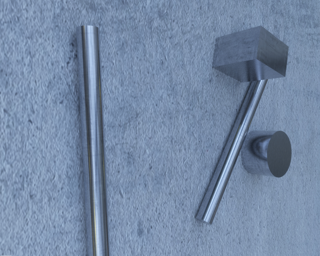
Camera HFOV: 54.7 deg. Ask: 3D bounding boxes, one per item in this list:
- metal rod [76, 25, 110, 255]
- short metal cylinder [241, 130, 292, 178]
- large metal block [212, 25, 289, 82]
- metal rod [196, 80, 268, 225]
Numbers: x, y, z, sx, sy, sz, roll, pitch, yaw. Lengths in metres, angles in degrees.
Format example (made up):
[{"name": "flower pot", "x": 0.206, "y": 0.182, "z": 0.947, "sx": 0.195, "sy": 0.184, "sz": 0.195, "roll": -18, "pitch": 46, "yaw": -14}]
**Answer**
[{"name": "metal rod", "x": -0.073, "y": 0.041, "z": 0.343, "sx": 0.025, "sy": 0.025, "sz": 0.298, "roll": -4, "pitch": 93, "yaw": -40}, {"name": "short metal cylinder", "x": 0.188, "y": 0.044, "z": 0.546, "sx": 0.081, "sy": 0.050, "sz": 0.080, "roll": 0, "pitch": 90, "yaw": -40}, {"name": "large metal block", "x": 0.142, "y": -0.112, "z": 0.487, "sx": 0.081, "sy": 0.080, "sz": 0.050, "roll": 16, "pitch": 80, "yaw": -39}, {"name": "metal rod", "x": 0.128, "y": 0.014, "z": 0.511, "sx": 0.025, "sy": 0.025, "sz": 0.300, "roll": 41, "pitch": 65, "yaw": -33}]
